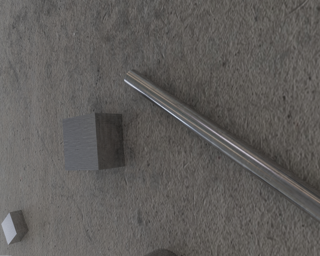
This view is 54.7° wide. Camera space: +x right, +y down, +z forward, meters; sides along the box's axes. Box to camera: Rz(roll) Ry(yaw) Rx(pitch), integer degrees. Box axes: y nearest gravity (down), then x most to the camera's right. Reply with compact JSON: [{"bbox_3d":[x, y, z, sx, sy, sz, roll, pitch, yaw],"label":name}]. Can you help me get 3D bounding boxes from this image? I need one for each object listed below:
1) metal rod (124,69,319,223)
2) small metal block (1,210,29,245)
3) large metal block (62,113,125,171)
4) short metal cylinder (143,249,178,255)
[{"bbox_3d":[0.059,0.005,0.355,0.300,0.025,0.025,38,113,33],"label":"metal rod"},{"bbox_3d":[-0.310,0.212,0.662,0.050,0.025,0.050,-48,62,29],"label":"small metal block"},{"bbox_3d":[-0.102,0.022,0.473,0.080,0.050,0.080,-7,85,39],"label":"large metal block"},{"bbox_3d":[-0.006,0.202,0.394,0.080,0.050,0.079,0,90,40],"label":"short metal cylinder"}]
